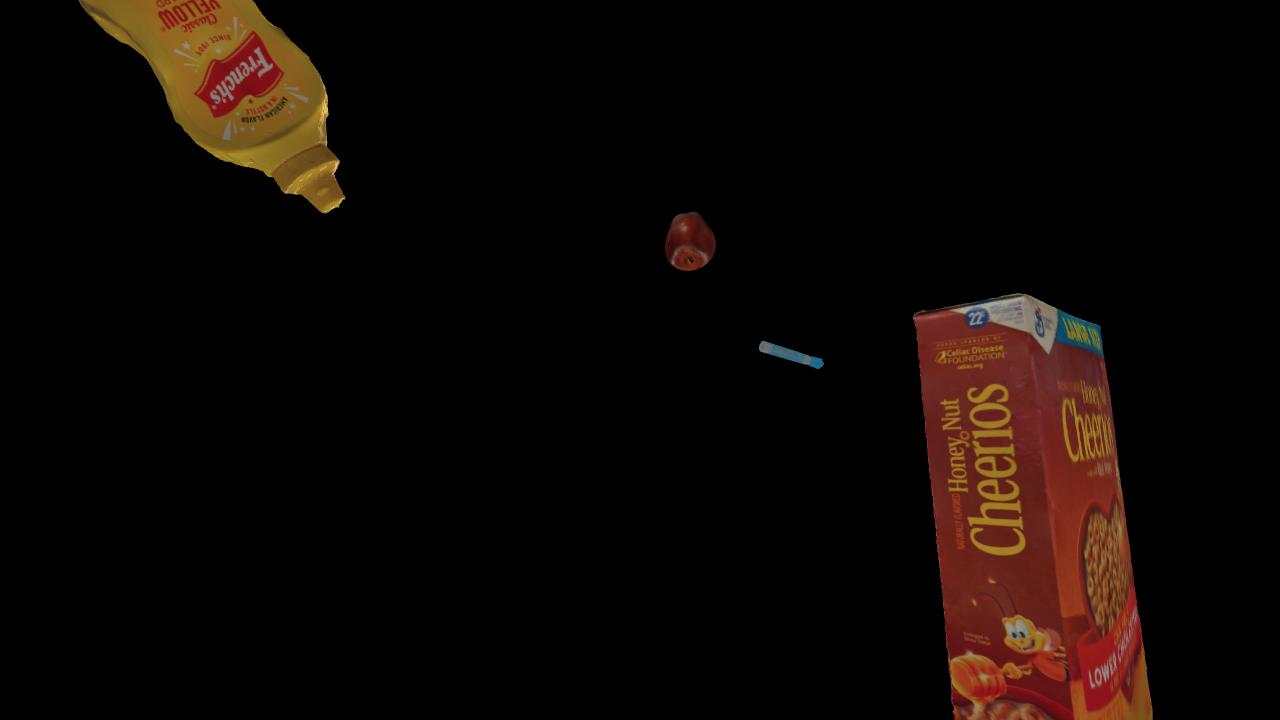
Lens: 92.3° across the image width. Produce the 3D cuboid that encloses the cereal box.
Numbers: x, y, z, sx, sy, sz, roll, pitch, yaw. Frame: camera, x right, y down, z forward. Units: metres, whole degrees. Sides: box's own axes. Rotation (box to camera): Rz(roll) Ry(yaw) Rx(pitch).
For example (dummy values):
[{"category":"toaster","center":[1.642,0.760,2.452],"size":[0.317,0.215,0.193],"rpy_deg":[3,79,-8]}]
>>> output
[{"category":"cereal box","center":[0.282,0.117,0.433],"size":[0.203,0.306,0.081],"rpy_deg":[6,-10,-43]}]

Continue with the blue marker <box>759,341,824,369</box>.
[{"category":"blue marker","center":[0.256,-0.008,1.034],"size":[0.121,0.020,0.020],"rpy_deg":[15,-5,-18]}]

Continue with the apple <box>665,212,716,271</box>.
[{"category":"apple","center":[0.078,-0.183,0.953],"size":[0.079,0.093,0.079],"rpy_deg":[1,-32,1]}]

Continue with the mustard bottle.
[{"category":"mustard bottle","center":[-0.255,-0.177,0.393],"size":[0.092,0.184,0.054],"rpy_deg":[-41,20,-23]}]
